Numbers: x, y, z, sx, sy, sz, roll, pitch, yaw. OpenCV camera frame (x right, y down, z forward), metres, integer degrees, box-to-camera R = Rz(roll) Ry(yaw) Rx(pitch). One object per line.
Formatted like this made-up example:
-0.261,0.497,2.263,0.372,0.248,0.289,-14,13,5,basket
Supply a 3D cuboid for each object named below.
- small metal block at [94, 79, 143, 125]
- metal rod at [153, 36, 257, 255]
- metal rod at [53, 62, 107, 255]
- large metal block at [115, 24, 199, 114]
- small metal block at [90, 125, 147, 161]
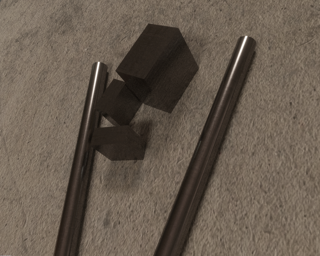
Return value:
-0.057,-0.033,0.436,0.025,0.050,0.050,21,73,35,small metal block
0.058,0.016,0.362,0.025,0.025,0.300,11,67,32,metal rod
-0.107,0.028,0.441,0.025,0.025,0.299,-11,57,22,metal rod
0.000,-0.079,0.416,0.050,0.080,0.080,22,73,36,large metal block
-0.053,0.021,0.401,0.050,0.050,0.025,-5,60,25,small metal block
